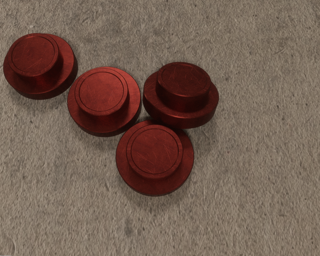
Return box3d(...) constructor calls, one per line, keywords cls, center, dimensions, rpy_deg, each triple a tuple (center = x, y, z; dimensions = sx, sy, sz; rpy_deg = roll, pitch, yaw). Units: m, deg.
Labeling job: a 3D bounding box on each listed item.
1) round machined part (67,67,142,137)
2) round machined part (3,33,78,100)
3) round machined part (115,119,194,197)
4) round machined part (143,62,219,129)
box3d(cls="round machined part", center=(-0.075, -0.040, 0.413), dimensions=(0.099, 0.042, 0.098), rpy_deg=(0, 70, -1))
box3d(cls="round machined part", center=(-0.169, -0.092, 0.431), dimensions=(0.099, 0.042, 0.098), rpy_deg=(0, 70, -1))
box3d(cls="round machined part", center=(-0.006, 0.034, 0.387), dimensions=(0.099, 0.042, 0.098), rpy_deg=(0, 70, -1))
box3d(cls="round machined part", center=(0.028, -0.049, 0.399), dimensions=(0.099, 0.042, 0.098), rpy_deg=(4, 47, -5))
